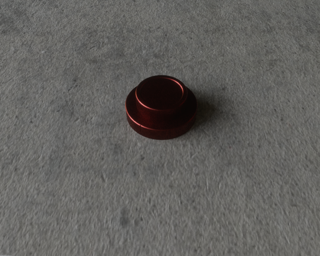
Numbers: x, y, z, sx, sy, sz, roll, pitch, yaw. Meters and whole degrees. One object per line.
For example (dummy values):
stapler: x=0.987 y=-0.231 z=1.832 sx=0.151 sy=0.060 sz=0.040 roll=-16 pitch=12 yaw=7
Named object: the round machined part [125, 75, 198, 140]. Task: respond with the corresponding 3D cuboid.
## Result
round machined part: x=0.002 y=-0.035 z=0.421 sx=0.099 sy=0.042 sz=0.098 roll=0 pitch=50 yaw=0
